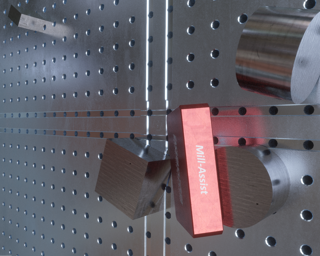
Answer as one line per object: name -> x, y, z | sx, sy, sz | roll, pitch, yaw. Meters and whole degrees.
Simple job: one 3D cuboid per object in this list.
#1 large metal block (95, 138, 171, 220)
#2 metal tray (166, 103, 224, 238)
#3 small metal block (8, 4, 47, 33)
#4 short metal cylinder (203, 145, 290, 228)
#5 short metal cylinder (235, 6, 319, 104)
large metal block -> -0.037, 0.065, 0.424 | 0.080, 0.050, 0.079 | 24, 105, 37
metal tray -> 0.035, 0.044, 0.343 | 0.090, 0.030, 0.129 | 147, 118, -81
small metal block -> -0.261, -0.215, 0.609 | 0.050, 0.050, 0.025 | 42, 115, 32
short metal cylinder -> 0.086, 0.058, 0.322 | 0.080, 0.050, 0.079 | 0, 90, 40
short metal cylinder -> 0.112, -0.067, 0.281 | 0.050, 0.081, 0.079 | 23, 105, 37
